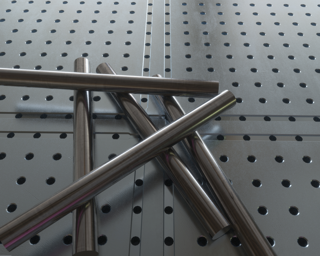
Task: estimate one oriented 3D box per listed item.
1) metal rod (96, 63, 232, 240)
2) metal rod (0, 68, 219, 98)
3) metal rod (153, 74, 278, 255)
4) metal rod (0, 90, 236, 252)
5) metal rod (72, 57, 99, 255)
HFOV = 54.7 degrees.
[{"bbox_3d":[-0.012,0.008,0.400,0.025,0.025,0.300,-24,54,-19],"label":"metal rod"},{"bbox_3d":[-0.072,-0.062,0.426,0.302,0.025,0.025,4,50,2],"label":"metal rod"},{"bbox_3d":[0.051,0.035,0.378,0.025,0.025,0.300,-18,52,-15],"label":"metal rod"},{"bbox_3d":[-0.027,0.032,0.347,0.302,0.025,0.025,-31,57,-24],"label":"metal rod"},{"bbox_3d":[-0.098,0.011,0.396,0.025,0.025,0.300,-7,50,-7],"label":"metal rod"}]
